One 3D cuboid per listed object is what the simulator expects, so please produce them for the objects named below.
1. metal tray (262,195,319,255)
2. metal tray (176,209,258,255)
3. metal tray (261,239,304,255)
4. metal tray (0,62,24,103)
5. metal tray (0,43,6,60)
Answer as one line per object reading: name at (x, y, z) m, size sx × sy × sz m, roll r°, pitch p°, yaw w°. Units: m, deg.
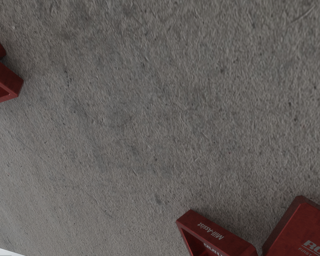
metal tray at (0.201, 0.152, 0.365) m, size 0.130 × 0.030 × 0.090 m, roll 30°, pitch 101°, yaw 10°
metal tray at (0.083, 0.176, 0.430) m, size 0.130 × 0.030 × 0.090 m, roll 14°, pitch 131°, yaw 57°
metal tray at (0.204, 0.208, 0.424) m, size 0.130 × 0.030 × 0.089 m, roll 20°, pitch 126°, yaw 16°
metal tray at (-0.291, -0.071, 0.474) m, size 0.130 × 0.030 × 0.090 m, roll -12°, pitch 144°, yaw 25°
metal tray at (-0.311, -0.124, 0.490) m, size 0.130 × 0.030 × 0.090 m, roll -22°, pitch 107°, yaw 36°
